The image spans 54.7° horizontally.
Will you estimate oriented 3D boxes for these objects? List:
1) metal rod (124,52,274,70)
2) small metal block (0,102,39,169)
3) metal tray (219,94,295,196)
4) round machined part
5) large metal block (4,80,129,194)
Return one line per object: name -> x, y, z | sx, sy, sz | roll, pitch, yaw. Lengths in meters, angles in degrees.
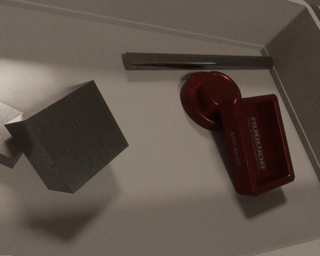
metal rod -> 0.082, -0.110, 0.518 | 0.303, 0.025, 0.025 | -7, 65, -32
small metal block -> -0.160, 0.006, 0.316 | 0.050, 0.025, 0.050 | 28, 52, -11
metal tray -> 0.139, 0.021, 0.438 | 0.091, 0.030, 0.129 | -10, 87, -33
round machined part -> 0.084, -0.047, 0.471 | 0.099, 0.042, 0.098 | 14, 56, -21
large metal block -> -0.091, 0.008, 0.316 | 0.080, 0.050, 0.080 | -42, 115, -39
